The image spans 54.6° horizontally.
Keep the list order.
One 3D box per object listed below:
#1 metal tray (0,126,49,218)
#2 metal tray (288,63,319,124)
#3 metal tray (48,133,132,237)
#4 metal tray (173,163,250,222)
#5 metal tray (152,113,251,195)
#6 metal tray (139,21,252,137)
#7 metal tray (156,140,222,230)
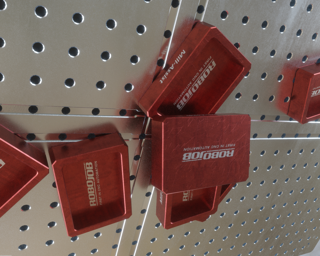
[{"bbox_3d":[-0.200,0.060,0.335,0.130,0.030,0.090,-43,129,1],"label":"metal tray"},{"bbox_3d":[0.282,-0.066,0.519,0.131,0.030,0.089,-17,125,-19],"label":"metal tray"},{"bbox_3d":[-0.087,0.076,0.406,0.091,0.030,0.129,-13,124,-21],"label":"metal tray"},{"bbox_3d":[0.074,0.087,0.501,0.090,0.030,0.130,28,103,-37],"label":"metal tray"},{"bbox_3d":[0.054,0.028,0.394,0.131,0.030,0.089,-3,98,-27],"label":"metal tray"},{"bbox_3d":[0.046,-0.055,0.397,0.090,0.030,0.130,30,101,-38],"label":"metal tray"},{"bbox_3d":[0.043,0.076,0.438,0.091,0.030,0.129,-11,123,-22],"label":"metal tray"}]
